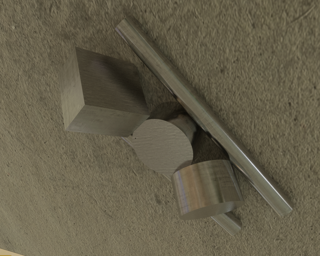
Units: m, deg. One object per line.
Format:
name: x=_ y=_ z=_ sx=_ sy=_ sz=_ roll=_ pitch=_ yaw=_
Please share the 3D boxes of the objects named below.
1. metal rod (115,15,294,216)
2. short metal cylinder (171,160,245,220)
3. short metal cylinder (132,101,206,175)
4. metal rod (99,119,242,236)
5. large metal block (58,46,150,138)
metal rod: x=0.057 y=-0.010 z=0.372 sx=0.300 sy=0.025 sz=0.025 roll=48 pitch=129 yaw=-6
short metal cylinder: x=0.058 y=0.078 z=0.383 sx=0.080 sy=0.081 sz=0.050 roll=-36 pitch=56 yaw=38
short metal cylinder: x=0.012 y=0.013 z=0.393 sx=0.080 sy=0.050 sz=0.079 roll=13 pitch=124 yaw=21
metal rod: x=-0.004 y=0.043 z=0.436 sx=0.300 sy=0.025 sz=0.025 roll=42 pitch=129 yaw=-1
large metal block: x=-0.067 y=-0.039 z=0.364 sx=0.050 sy=0.081 sz=0.080 roll=-42 pitch=53 yaw=39
